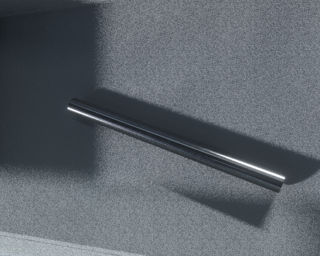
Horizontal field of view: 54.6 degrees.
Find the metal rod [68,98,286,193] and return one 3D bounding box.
[{"bbox_3d":[0.007,0.016,0.406,0.301,0.025,0.025,20,97,19],"label":"metal rod"}]
